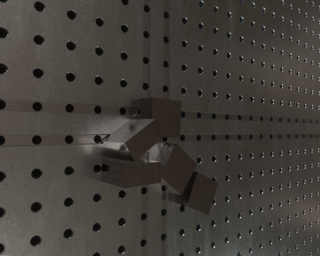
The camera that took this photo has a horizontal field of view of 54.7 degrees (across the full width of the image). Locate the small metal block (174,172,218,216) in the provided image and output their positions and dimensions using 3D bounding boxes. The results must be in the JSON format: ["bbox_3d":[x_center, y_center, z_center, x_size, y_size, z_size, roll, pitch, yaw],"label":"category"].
[{"bbox_3d":[0.055,0.096,0.458,0.050,0.025,0.050,32,70,-36],"label":"small metal block"}]

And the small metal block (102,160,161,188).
[{"bbox_3d":[-0.034,0.052,0.366,0.050,0.050,0.025,0,90,-40],"label":"small metal block"}]

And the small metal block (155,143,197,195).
[{"bbox_3d":[0.018,0.056,0.427,0.050,0.025,0.050,46,62,-30],"label":"small metal block"}]

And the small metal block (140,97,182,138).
[{"bbox_3d":[0.001,-0.013,0.412,0.050,0.025,0.050,4,88,-40],"label":"small metal block"}]

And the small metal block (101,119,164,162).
[{"bbox_3d":[-0.032,0.013,0.367,0.050,0.050,0.025,-39,115,-33],"label":"small metal block"}]
